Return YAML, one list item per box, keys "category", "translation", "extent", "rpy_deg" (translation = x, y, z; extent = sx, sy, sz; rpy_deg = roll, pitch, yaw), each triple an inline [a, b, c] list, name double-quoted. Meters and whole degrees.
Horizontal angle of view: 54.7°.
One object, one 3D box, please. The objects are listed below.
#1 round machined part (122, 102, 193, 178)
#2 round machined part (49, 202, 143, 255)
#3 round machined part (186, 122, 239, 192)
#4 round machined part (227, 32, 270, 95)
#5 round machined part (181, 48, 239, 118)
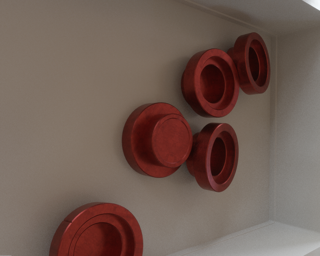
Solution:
- category: "round machined part"
  translation: [0.004, 0.016, 0.399]
  extent: [0.099, 0.042, 0.097]
  rpy_deg: [0, 90, -40]
- category: "round machined part"
  translation: [-0.070, 0.129, 0.332]
  extent: [0.099, 0.042, 0.098]
  rpy_deg: [8, 78, -38]
- category: "round machined part"
  translation: [0.073, 0.040, 0.449]
  extent: [0.099, 0.042, 0.097]
  rpy_deg: [-6, 98, -51]
- category: "round machined part"
  translation: [0.141, -0.102, 0.506]
  extent: [0.099, 0.042, 0.097]
  rpy_deg: [5, 83, -49]
- category: "round machined part"
  translation: [0.069, -0.064, 0.453]
  extent: [0.099, 0.042, 0.097]
  rpy_deg: [0, 90, -40]
